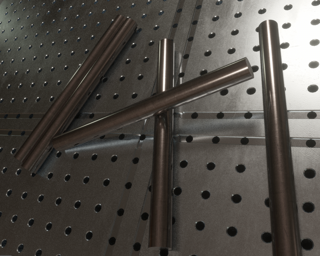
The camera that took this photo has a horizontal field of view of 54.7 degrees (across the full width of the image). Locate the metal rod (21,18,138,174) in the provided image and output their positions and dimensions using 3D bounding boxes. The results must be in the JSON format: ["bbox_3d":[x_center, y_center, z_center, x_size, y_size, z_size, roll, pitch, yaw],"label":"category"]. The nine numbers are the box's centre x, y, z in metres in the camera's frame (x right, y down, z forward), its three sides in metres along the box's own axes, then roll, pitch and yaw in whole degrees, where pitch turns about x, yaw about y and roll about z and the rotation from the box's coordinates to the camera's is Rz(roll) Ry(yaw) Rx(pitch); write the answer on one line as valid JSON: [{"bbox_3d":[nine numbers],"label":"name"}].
[{"bbox_3d":[-0.125,-0.061,0.508,0.025,0.025,0.300,21,72,35],"label":"metal rod"}]

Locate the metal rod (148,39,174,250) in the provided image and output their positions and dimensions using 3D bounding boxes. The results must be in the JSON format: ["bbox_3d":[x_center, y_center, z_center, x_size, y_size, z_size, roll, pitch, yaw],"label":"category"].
[{"bbox_3d":[0.005,-0.001,0.404,0.025,0.025,0.299,-11,57,22],"label":"metal rod"}]

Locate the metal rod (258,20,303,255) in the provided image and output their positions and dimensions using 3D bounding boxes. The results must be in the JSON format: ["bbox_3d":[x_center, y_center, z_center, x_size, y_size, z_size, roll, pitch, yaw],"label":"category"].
[{"bbox_3d":[0.129,-0.005,0.343,0.025,0.025,0.299,-7,58,24],"label":"metal rod"}]

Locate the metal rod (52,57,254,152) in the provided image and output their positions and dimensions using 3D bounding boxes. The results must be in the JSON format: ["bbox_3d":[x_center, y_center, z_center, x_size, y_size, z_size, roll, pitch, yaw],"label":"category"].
[{"bbox_3d":[-0.028,-0.021,0.405,0.300,0.025,0.025,-20,54,27],"label":"metal rod"}]

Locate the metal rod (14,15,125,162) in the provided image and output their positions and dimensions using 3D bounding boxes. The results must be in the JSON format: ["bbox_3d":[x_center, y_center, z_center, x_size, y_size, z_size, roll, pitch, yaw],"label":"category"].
[{"bbox_3d":[-0.143,-0.072,0.525,0.025,0.025,0.300,21,73,35],"label":"metal rod"}]
